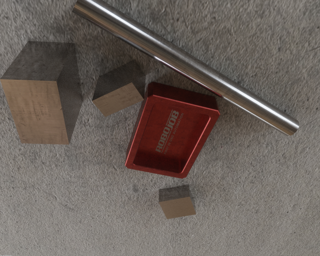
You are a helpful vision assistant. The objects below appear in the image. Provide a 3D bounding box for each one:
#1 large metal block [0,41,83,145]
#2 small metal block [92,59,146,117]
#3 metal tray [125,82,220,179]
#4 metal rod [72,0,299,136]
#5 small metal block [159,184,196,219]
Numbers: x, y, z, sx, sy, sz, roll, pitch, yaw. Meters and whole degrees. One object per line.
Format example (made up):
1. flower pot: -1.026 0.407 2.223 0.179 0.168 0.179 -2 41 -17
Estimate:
1. large metal block: -0.121 -0.039 0.336 0.050 0.080 0.079 2 130 -2
2. small metal block: -0.045 -0.046 0.351 0.050 0.050 0.025 -22 127 17
3. metal tray: 0.012 0.009 0.411 0.091 0.030 0.129 13 129 -11
4. metal rod: 0.047 -0.062 0.354 0.302 0.025 0.025 26 125 -21
5. small metal block: 0.029 0.123 0.512 0.050 0.025 0.050 -13 129 10
